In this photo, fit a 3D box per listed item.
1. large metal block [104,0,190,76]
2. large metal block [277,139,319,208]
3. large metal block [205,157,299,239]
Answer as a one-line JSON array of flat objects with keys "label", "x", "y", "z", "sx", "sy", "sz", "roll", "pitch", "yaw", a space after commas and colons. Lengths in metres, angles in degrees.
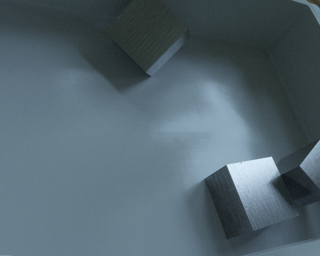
[{"label": "large metal block", "x": -0.015, "y": -0.131, "z": 0.434, "sx": 0.080, "sy": 0.080, "sz": 0.050, "roll": 46, "pitch": 7, "yaw": 3}, {"label": "large metal block", "x": 0.198, "y": 0.068, "z": 0.435, "sx": 0.081, "sy": 0.080, "sz": 0.050, "roll": -33, "pitch": 80, "yaw": -38}, {"label": "large metal block", "x": 0.116, "y": 0.088, "z": 0.398, "sx": 0.081, "sy": 0.050, "sz": 0.080, "roll": -5, "pitch": 64, "yaw": -30}]
